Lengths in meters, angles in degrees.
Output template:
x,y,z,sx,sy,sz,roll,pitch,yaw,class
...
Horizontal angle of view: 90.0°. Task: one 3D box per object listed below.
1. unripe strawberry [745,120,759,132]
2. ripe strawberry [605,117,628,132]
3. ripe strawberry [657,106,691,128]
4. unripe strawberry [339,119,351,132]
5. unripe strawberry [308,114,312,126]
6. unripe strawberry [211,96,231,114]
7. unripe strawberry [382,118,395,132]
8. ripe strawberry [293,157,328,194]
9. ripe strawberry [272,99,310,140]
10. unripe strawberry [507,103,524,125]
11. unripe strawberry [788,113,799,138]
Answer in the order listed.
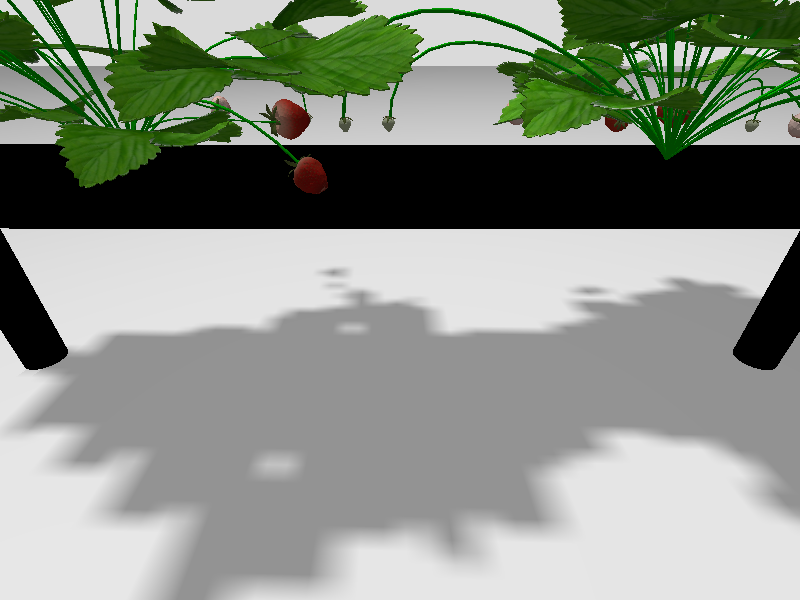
x,y,z,sx,sy,sz,roll,pitch,yaw,class
0.361,-0.178,0.411,0.010,0.011,0.011,-20,37,-29,unripe strawberry
0.247,-0.207,0.457,0.027,0.028,0.029,5,32,7,ripe strawberry
0.334,-0.231,0.486,0.038,0.040,0.041,17,30,26,ripe strawberry
-0.043,-0.136,0.311,0.010,0.010,0.011,-2,32,-3,unripe strawberry
-0.109,-0.208,0.464,0.013,0.014,0.014,22,38,31,unripe strawberry
-0.237,-0.256,0.532,0.025,0.028,0.027,-2,31,-3,unripe strawberry
-0.010,-0.154,0.352,0.011,0.011,0.010,4,32,6,unripe strawberry
-0.055,-0.075,0.247,0.020,0.022,0.022,-42,-3,-47,ripe strawberry
-0.112,-0.188,0.417,0.039,0.038,0.036,-25,40,-35,ripe strawberry
0.140,-0.227,0.484,0.033,0.029,0.030,-14,24,-21,unripe strawberry
0.416,-0.178,0.404,0.033,0.029,0.033,-6,31,-25,unripe strawberry
